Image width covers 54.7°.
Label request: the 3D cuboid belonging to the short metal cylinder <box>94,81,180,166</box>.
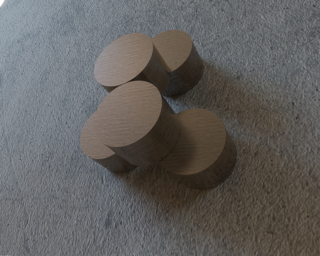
[{"bbox_3d":[-0.024,-0.005,0.340,0.080,0.050,0.080,-13,56,20],"label":"short metal cylinder"}]

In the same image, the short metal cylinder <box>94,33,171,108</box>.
[{"bbox_3d":[-0.034,-0.070,0.385,0.080,0.050,0.080,-13,56,21],"label":"short metal cylinder"}]

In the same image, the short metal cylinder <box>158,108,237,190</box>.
[{"bbox_3d":[0.042,0.024,0.352,0.080,0.050,0.080,-13,56,21],"label":"short metal cylinder"}]

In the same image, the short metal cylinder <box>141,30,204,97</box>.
[{"bbox_3d":[0.016,-0.091,0.437,0.080,0.050,0.080,-13,56,21],"label":"short metal cylinder"}]

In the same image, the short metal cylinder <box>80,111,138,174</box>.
[{"bbox_3d":[-0.057,0.014,0.411,0.080,0.050,0.080,-13,56,21],"label":"short metal cylinder"}]
